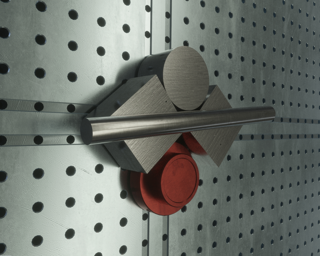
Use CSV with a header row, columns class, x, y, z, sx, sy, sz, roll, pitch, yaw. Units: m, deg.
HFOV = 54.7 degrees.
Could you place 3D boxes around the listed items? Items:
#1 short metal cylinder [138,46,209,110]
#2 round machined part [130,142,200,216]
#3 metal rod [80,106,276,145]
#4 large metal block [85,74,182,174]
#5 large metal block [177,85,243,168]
class,x,y,z,sx,sy,sz,roll,pitch,yaw
short metal cylinder,0.018,-0.062,0.403,0.081,0.050,0.079,0,90,-40
round machined part,0.013,0.066,0.405,0.099,0.042,0.097,0,90,-40
metal rod,0.049,-0.009,0.378,0.302,0.025,0.025,-6,94,-39
large metal block,-0.026,-0.006,0.366,0.080,0.050,0.080,-47,120,-30
large metal block,0.062,-0.003,0.437,0.080,0.050,0.080,50,62,-29
